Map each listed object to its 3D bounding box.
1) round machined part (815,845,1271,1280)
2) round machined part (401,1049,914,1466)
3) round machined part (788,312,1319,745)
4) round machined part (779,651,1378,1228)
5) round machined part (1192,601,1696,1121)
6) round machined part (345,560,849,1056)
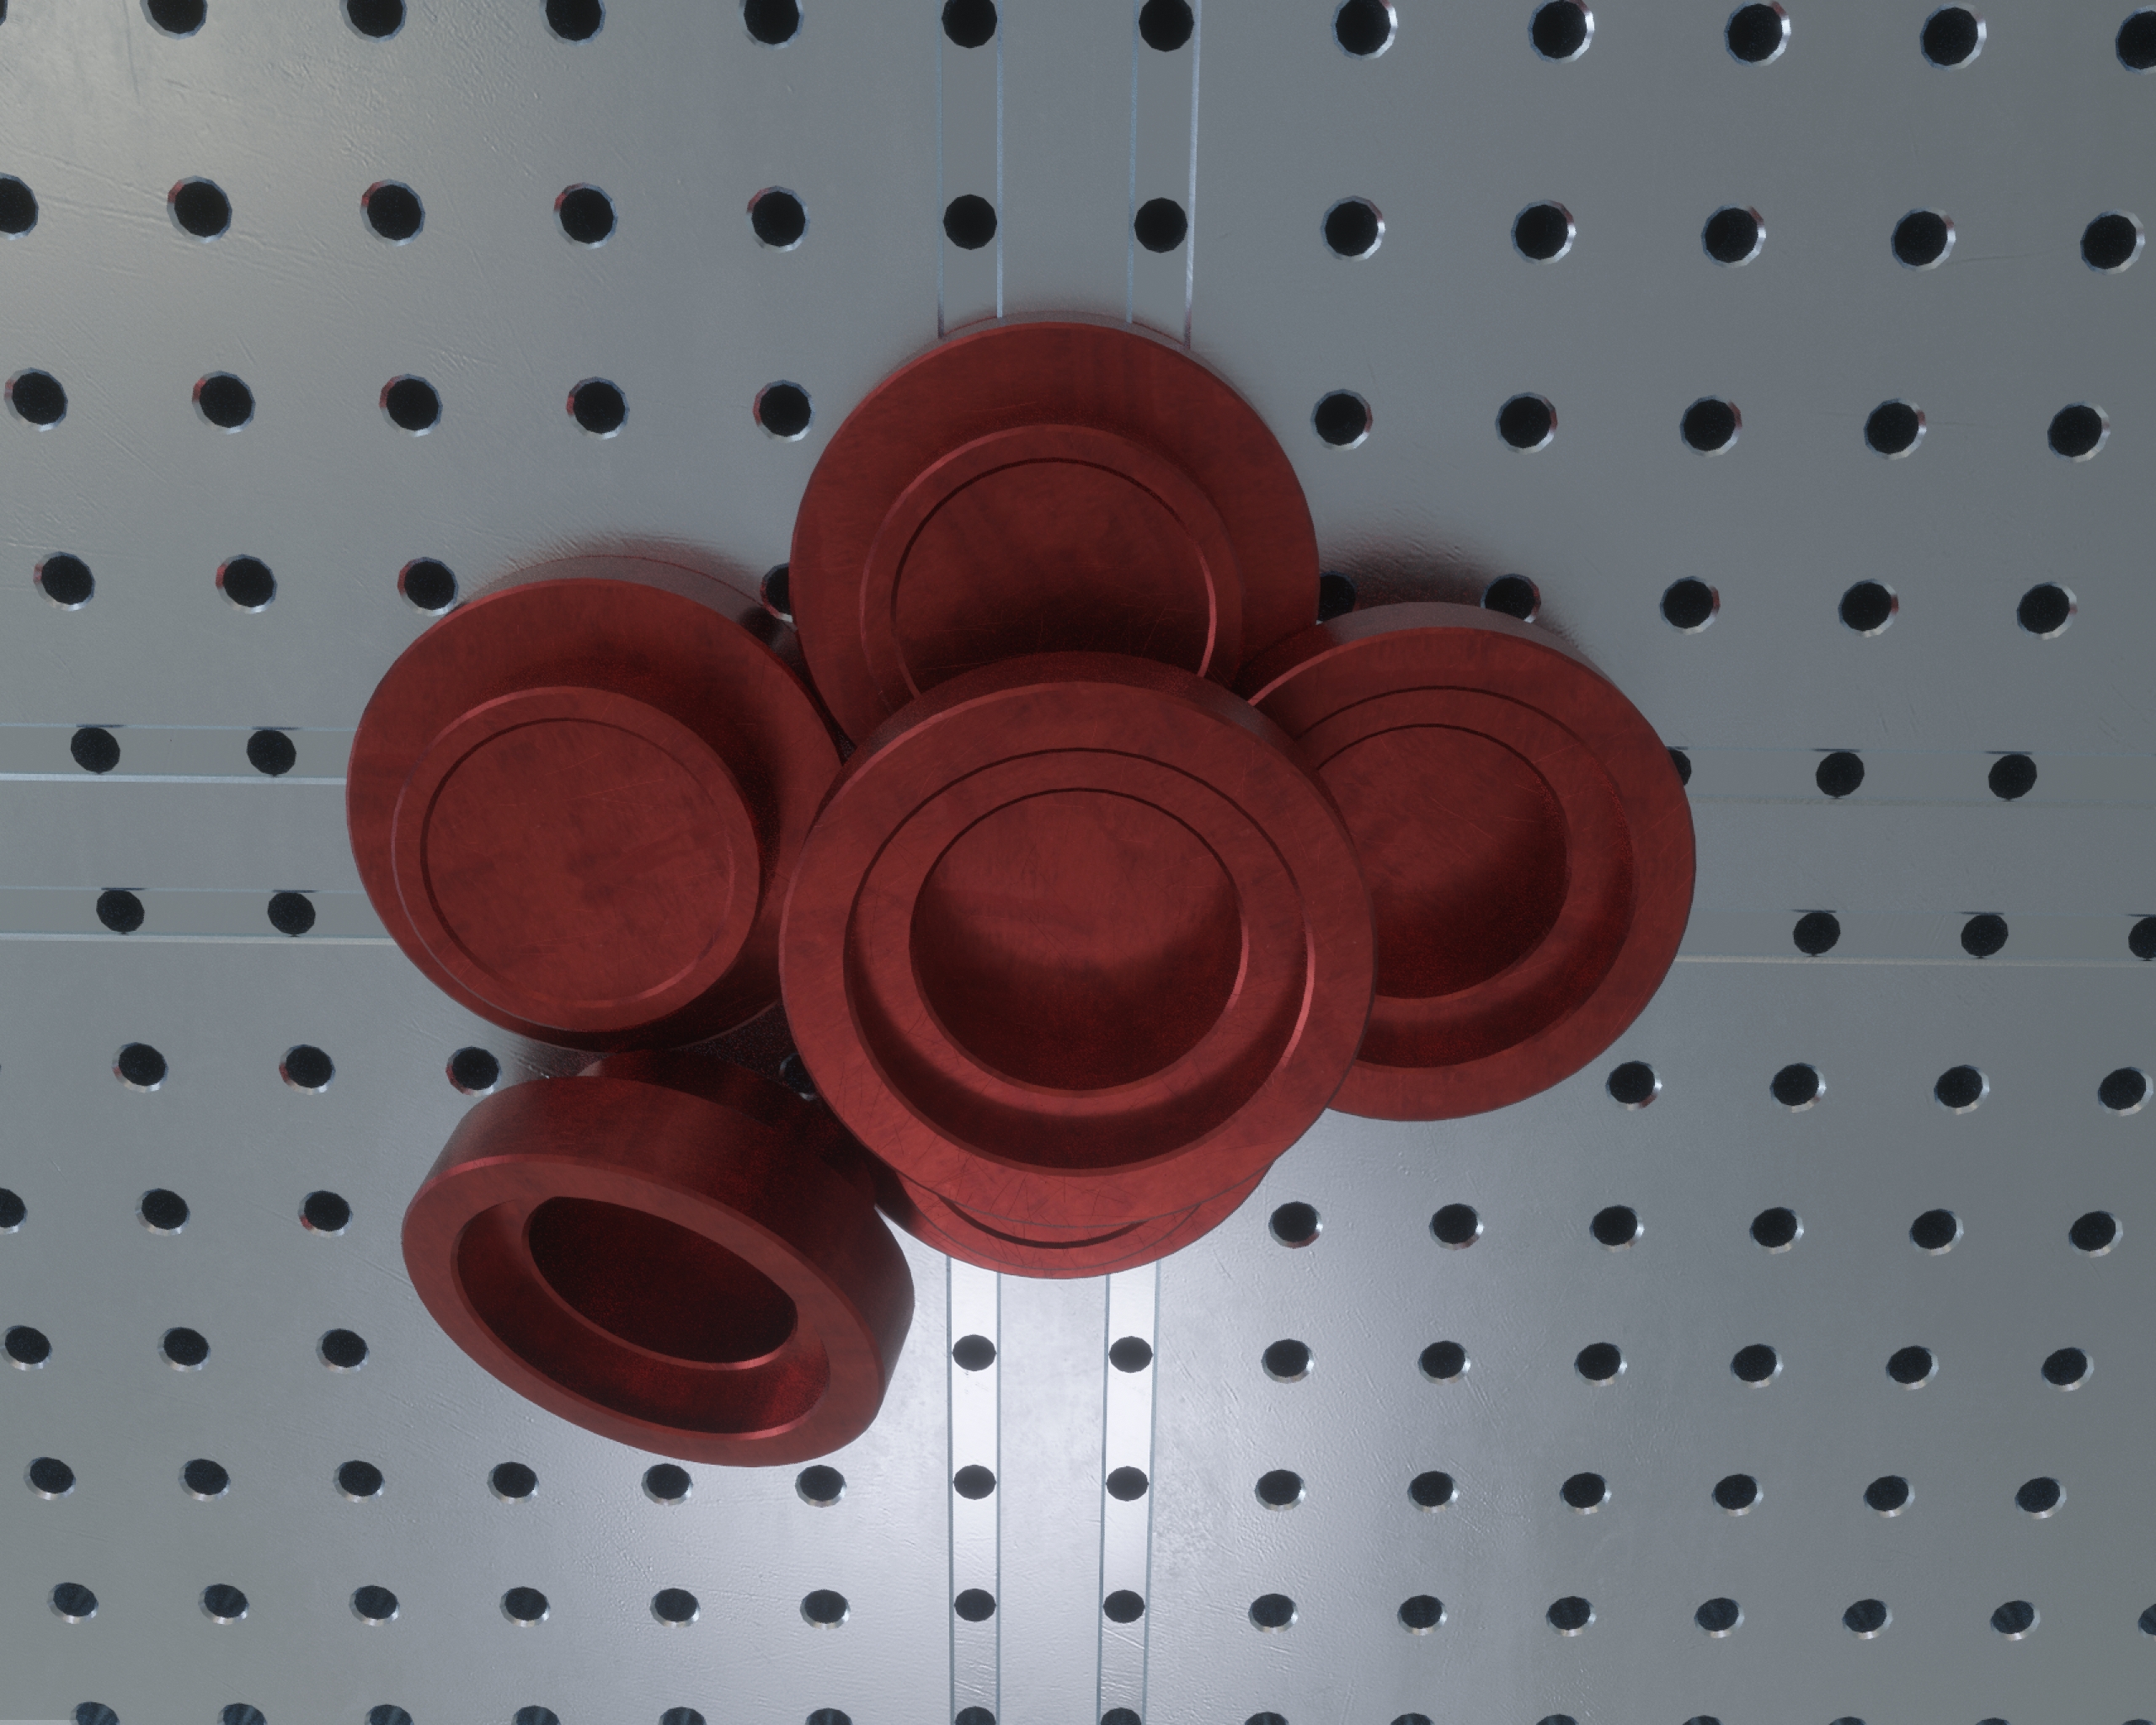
[{"bbox_3d":[-0.004,0.042,0.419,0.099,0.042,0.097,0,110,0],"label":"round machined part"},{"bbox_3d":[-0.079,0.075,0.417,0.098,0.042,0.097,9,134,10],"label":"round machined part"},{"bbox_3d":[-0.004,-0.050,0.386,0.099,0.042,0.097,0,110,0],"label":"round machined part"},{"bbox_3d":[0.000,0.010,0.362,0.099,0.042,0.097,0,110,0],"label":"round machined part"},{"bbox_3d":[0.064,-0.003,0.403,0.099,0.042,0.097,0,110,0],"label":"round machined part"},{"bbox_3d":[-0.091,-0.006,0.401,0.099,0.042,0.097,0,110,0],"label":"round machined part"}]
